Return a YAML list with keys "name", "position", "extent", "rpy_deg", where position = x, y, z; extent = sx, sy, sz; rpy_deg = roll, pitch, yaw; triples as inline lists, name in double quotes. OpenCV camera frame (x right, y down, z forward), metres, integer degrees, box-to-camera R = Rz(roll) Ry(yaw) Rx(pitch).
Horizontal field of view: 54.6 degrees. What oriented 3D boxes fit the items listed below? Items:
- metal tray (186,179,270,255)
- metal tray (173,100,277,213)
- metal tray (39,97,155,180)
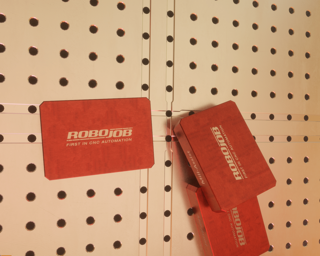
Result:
- name: "metal tray"
  position: [0.099, 0.130, 0.446]
  extent: [0.091, 0.030, 0.129]
  rpy_deg: [-18, 96, -19]
- name: "metal tray"
  position: [0.087, 0.036, 0.419]
  extent: [0.091, 0.030, 0.130]
  rpy_deg: [-21, 78, -20]
- name: "metal tray"
  position: [-0.076, 0.010, 0.382]
  extent: [0.131, 0.030, 0.090]
  rpy_deg: [-4, 92, -20]
